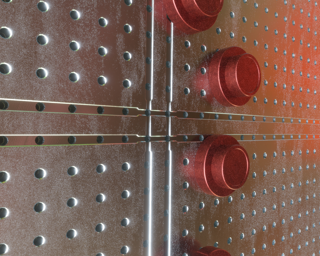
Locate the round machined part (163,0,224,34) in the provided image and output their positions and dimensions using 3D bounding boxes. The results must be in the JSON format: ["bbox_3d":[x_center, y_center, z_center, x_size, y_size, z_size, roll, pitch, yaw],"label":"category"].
[{"bbox_3d":[0.053,-0.188,0.441,0.099,0.042,0.097,0,90,-40],"label":"round machined part"}]

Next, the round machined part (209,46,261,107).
[{"bbox_3d":[0.127,-0.084,0.503,0.099,0.042,0.097,0,90,-40],"label":"round machined part"}]

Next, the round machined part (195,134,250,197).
[{"bbox_3d":[0.103,0.059,0.483,0.099,0.042,0.097,0,90,-40],"label":"round machined part"}]

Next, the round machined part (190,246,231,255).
[{"bbox_3d":[0.065,0.221,0.450,0.099,0.042,0.098,3,86,-41],"label":"round machined part"}]
